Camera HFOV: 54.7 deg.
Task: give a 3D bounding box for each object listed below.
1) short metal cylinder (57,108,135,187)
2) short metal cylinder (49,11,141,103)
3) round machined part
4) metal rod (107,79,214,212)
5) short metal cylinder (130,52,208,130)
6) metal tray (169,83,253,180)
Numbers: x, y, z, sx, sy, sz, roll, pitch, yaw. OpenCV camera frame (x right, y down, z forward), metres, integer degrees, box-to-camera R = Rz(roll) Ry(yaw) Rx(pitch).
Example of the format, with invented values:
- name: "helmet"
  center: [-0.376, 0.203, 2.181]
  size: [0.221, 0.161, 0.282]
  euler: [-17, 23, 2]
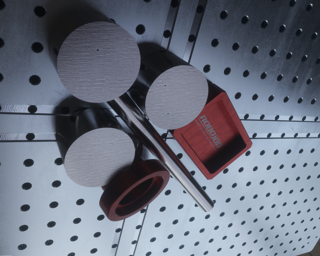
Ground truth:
- name: "short metal cylinder"
  center: [-0.076, 0.023, 0.367]
  size: [0.081, 0.050, 0.079]
  euler: [-14, 124, -21]
- name: "short metal cylinder"
  center: [-0.067, -0.072, 0.314]
  size: [0.081, 0.050, 0.079]
  euler: [-14, 124, -21]
- name: "round machined part"
  center: [-0.038, 0.075, 0.412]
  size: [0.099, 0.042, 0.098]
  euler: [-32, 151, -20]
- name: "metal rod"
  center: [0.011, 0.043, 0.444]
  size: [0.025, 0.025, 0.300]
  euler: [-39, 129, -2]
- name: "short metal cylinder"
  center: [0.010, -0.045, 0.372]
  size: [0.081, 0.050, 0.079]
  euler: [-14, 124, -21]
- name: "metal tray"
  center: [0.074, 0.009, 0.453]
  size: [0.090, 0.030, 0.130]
  euler: [-39, 130, -1]
